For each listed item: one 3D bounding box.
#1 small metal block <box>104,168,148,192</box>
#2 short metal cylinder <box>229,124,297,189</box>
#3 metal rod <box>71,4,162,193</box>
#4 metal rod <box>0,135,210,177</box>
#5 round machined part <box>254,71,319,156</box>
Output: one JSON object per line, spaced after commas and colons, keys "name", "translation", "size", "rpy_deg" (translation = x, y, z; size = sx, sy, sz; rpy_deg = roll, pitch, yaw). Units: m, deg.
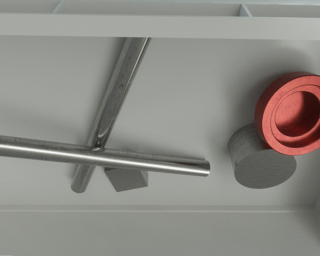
{"name": "small metal block", "translation": [-0.049, 0.067, 0.466], "size": [0.050, 0.025, 0.050], "rpy_deg": [-12, 129, 10]}
{"name": "short metal cylinder", "translation": [0.139, 0.039, 0.428], "size": [0.081, 0.050, 0.079], "rpy_deg": [0, 132, 0]}
{"name": "metal rod", "translation": [-0.069, -0.013, 0.397], "size": [0.025, 0.025, 0.298], "rpy_deg": [18, 128, -15]}
{"name": "metal rod", "translation": [-0.071, 0.039, 0.410], "size": [0.302, 0.025, 0.025], "rpy_deg": [9, 130, -21]}
{"name": "round machined part", "translation": [0.160, -0.020, 0.371], "size": [0.099, 0.042, 0.097], "rpy_deg": [-3, 112, -7]}
